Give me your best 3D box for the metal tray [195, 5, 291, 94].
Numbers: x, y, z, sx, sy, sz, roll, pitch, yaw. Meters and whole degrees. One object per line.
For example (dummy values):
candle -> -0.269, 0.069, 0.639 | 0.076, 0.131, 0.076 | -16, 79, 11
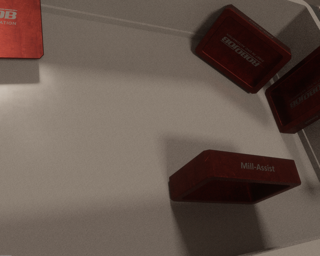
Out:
metal tray -> 0.137, -0.128, 0.515 | 0.130, 0.089, 0.030 | 35, 36, -6

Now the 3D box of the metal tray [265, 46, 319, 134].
metal tray -> 0.239, -0.058, 0.505 | 0.030, 0.129, 0.090 | 4, 60, -27

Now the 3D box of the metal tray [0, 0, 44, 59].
metal tray -> -0.201, -0.122, 0.337 | 0.131, 0.030, 0.089 | -6, 103, -31

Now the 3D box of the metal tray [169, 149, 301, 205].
metal tray -> 0.088, 0.064, 0.374 | 0.131, 0.090, 0.030 | 8, 58, -24
